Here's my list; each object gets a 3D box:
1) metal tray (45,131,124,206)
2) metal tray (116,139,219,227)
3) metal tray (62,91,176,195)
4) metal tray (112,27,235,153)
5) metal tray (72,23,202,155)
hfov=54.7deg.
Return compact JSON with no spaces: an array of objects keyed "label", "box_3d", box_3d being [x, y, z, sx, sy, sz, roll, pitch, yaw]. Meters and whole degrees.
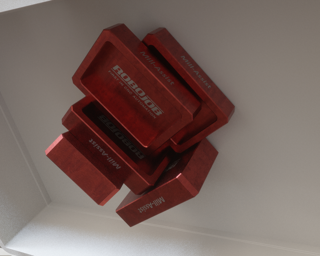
[{"label":"metal tray","box_3d":[-0.083,0.039,0.406,0.090,0.130,0.030,45,99,-3]},{"label":"metal tray","box_3d":[0.008,0.070,0.402,0.030,0.090,0.129,49,128,-6]},{"label":"metal tray","box_3d":[-0.045,0.009,0.391,0.130,0.090,0.030,45,129,-3]},{"label":"metal tray","box_3d":[0.013,-0.041,0.372,0.130,0.030,0.090,48,130,-5]},{"label":"metal tray","box_3d":[-0.029,-0.040,0.353,0.130,0.030,0.090,45,129,-3]}]
